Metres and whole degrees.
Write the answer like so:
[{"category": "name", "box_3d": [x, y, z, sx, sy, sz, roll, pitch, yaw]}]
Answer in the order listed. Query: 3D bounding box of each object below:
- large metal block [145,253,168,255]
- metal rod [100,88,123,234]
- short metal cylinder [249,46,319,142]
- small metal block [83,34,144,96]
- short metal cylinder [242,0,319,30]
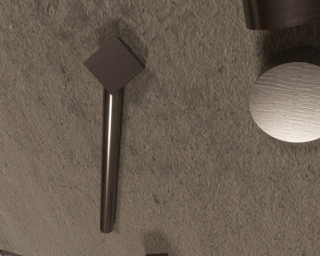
[{"category": "large metal block", "box_3d": [-0.004, 0.283, 0.546, 0.050, 0.080, 0.080, -21, 107, 35]}, {"category": "metal rod", "box_3d": [-0.079, 0.062, 0.484, 0.025, 0.025, 0.298, 20, 126, 16]}, {"category": "short metal cylinder", "box_3d": [0.132, -0.033, 0.300, 0.080, 0.050, 0.079, 13, 124, 20]}, {"category": "small metal block", "box_3d": [-0.054, -0.075, 0.373, 0.050, 0.025, 0.050, -40, 97, 8]}, {"category": "short metal cylinder", "box_3d": [0.105, -0.114, 0.245, 0.080, 0.080, 0.050, -3, 117, 29]}]
